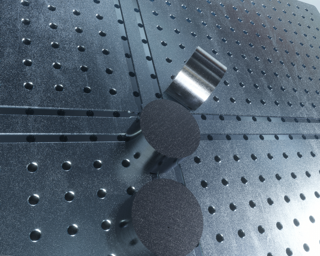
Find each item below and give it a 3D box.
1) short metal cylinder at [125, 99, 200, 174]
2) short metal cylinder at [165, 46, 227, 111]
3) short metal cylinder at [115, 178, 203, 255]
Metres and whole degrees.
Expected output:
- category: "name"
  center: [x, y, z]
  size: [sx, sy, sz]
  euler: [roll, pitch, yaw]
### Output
- category: "short metal cylinder"
  center: [0.003, 0.011, 0.389]
  size: [0.081, 0.050, 0.080]
  euler: [14, 56, -21]
- category: "short metal cylinder"
  center: [0.051, -0.070, 0.445]
  size: [0.050, 0.080, 0.080]
  euler: [36, 51, -5]
- category: "short metal cylinder"
  center: [-0.001, 0.100, 0.331]
  size: [0.081, 0.050, 0.080]
  euler: [14, 56, -21]
